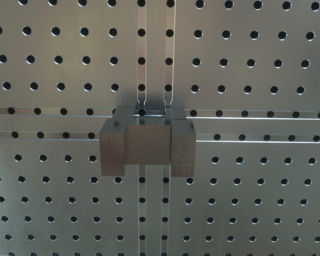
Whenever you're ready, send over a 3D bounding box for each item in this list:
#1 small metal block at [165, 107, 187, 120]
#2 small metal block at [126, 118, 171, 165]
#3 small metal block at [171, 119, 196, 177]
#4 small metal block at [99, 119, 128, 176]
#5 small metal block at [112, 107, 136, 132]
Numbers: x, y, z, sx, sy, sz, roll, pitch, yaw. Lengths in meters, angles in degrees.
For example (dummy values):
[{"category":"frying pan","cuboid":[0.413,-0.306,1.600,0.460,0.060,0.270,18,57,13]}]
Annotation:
[{"category":"small metal block","cuboid":[0.020,0.004,0.401,0.025,0.050,0.050,-1,110,0]},{"category":"small metal block","cuboid":[-0.013,0.016,0.366,0.050,0.025,0.050,1,110,-1]},{"category":"small metal block","cuboid":[0.025,0.022,0.354,0.025,0.050,0.050,1,110,0]},{"category":"small metal block","cuboid":[-0.051,0.021,0.353,0.025,0.050,0.050,1,110,0]},{"category":"small metal block","cuboid":[-0.046,0.004,0.400,0.025,0.050,0.050,1,110,-1]}]
